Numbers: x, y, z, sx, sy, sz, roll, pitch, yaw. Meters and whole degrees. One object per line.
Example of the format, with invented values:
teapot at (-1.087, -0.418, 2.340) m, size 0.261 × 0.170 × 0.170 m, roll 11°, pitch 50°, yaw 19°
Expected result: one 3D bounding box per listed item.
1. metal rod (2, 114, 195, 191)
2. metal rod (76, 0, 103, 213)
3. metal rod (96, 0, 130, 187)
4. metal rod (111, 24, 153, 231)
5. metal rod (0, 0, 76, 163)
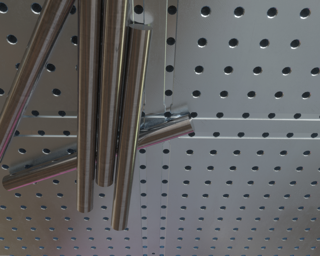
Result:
metal rod at (-0.097, 0.039, 0.443) m, size 0.301 × 0.025 × 0.025 m, roll -18°, pitch 128°, yaw 14°
metal rod at (-0.090, -0.005, 0.383) m, size 0.025 × 0.025 × 0.298 m, roll 6°, pitch 123°, yaw -6°
metal rod at (-0.055, -0.047, 0.351) m, size 0.025 × 0.025 × 0.298 m, roll 6°, pitch 124°, yaw -6°
metal rod at (-0.041, 0.021, 0.398) m, size 0.025 × 0.025 × 0.298 m, roll 6°, pitch 121°, yaw -6°
metal rod at (-0.158, -0.053, 0.364) m, size 0.025 × 0.025 × 0.298 m, roll 26°, pitch 125°, yaw -21°
